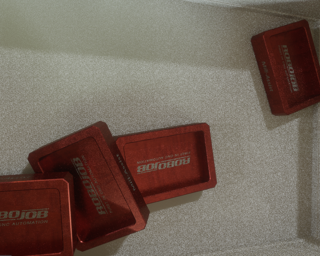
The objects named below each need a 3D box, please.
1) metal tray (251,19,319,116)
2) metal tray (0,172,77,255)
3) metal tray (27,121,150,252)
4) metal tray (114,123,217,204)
[{"bbox_3d":[0.203,-0.093,0.484,0.091,0.030,0.129,-21,97,-19],"label":"metal tray"},{"bbox_3d":[-0.159,0.097,0.328,0.131,0.030,0.089,-2,97,-7],"label":"metal tray"},{"bbox_3d":[-0.079,0.068,0.357,0.090,0.030,0.129,-23,99,10],"label":"metal tray"},{"bbox_3d":[0.007,0.046,0.411,0.131,0.030,0.089,-9,93,-20],"label":"metal tray"}]
